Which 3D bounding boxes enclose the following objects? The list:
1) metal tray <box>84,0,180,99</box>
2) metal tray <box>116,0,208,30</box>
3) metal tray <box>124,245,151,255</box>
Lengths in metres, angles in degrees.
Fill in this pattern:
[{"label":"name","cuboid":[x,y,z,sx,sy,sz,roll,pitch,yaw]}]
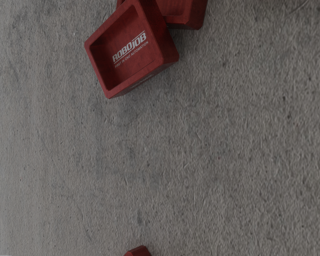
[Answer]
[{"label":"metal tray","cuboid":[-0.043,-0.102,0.410,0.130,0.030,0.090,-23,90,46]},{"label":"metal tray","cuboid":[0.001,-0.178,0.400,0.130,0.030,0.089,18,101,38]},{"label":"metal tray","cuboid":[-0.042,0.241,0.436,0.090,0.030,0.129,52,120,27]}]
